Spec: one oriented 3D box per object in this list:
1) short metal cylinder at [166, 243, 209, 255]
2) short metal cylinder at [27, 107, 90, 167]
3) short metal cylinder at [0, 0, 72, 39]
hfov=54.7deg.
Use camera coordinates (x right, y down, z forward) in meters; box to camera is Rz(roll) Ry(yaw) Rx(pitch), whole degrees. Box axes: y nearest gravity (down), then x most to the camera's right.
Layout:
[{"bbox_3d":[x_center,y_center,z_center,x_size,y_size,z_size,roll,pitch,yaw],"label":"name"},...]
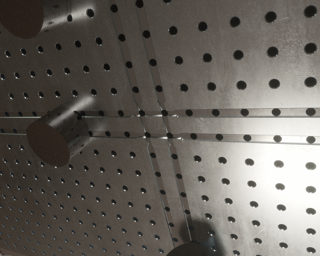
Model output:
[{"bbox_3d":[0.048,0.232,0.493,0.080,0.080,0.050,-13,112,33],"label":"short metal cylinder"},{"bbox_3d":[-0.158,0.014,0.484,0.080,0.050,0.079,13,124,20],"label":"short metal cylinder"},{"bbox_3d":[-0.157,-0.156,0.380,0.080,0.050,0.079,13,124,20],"label":"short metal cylinder"}]
